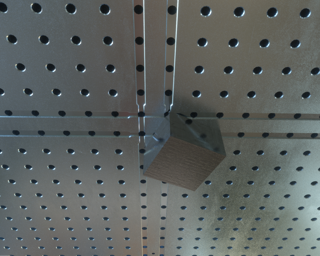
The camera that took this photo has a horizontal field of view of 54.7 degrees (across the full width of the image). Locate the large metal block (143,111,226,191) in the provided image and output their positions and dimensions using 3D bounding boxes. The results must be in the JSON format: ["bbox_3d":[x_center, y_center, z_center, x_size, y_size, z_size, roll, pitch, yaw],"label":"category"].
[{"bbox_3d":[0.031,0.034,0.425,0.080,0.050,0.079,20,127,-17],"label":"large metal block"}]
